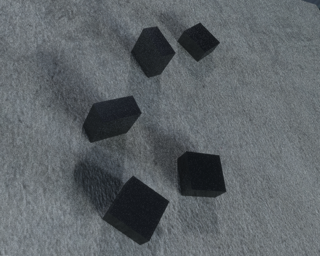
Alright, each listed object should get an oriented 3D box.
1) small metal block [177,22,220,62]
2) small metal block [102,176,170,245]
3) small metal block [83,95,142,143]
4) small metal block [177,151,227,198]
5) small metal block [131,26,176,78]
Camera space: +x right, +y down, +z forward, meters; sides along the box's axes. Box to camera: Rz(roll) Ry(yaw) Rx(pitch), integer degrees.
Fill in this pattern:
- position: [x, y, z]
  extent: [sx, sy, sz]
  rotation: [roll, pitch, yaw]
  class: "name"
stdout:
- position: [0.067, -0.148, 0.532]
  extent: [0.050, 0.025, 0.050]
  rotation: [47, 51, 4]
  class: "small metal block"
- position: [-0.025, 0.089, 0.337]
  extent: [0.050, 0.025, 0.050]
  rotation: [36, 51, -4]
  class: "small metal block"
- position: [-0.057, -0.010, 0.364]
  extent: [0.050, 0.050, 0.025]
  rotation: [-16, 71, -35]
  class: "small metal block"
- position: [0.053, 0.060, 0.397]
  extent: [0.050, 0.025, 0.050]
  rotation: [9, 58, -24]
  class: "small metal block"
- position: [-0.011, -0.110, 0.451]
  extent: [0.025, 0.050, 0.050]
  rotation: [-23, 75, -37]
  class: "small metal block"
